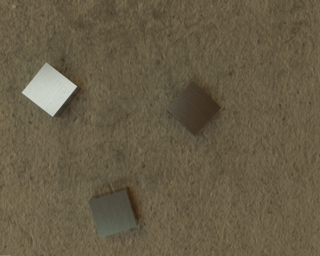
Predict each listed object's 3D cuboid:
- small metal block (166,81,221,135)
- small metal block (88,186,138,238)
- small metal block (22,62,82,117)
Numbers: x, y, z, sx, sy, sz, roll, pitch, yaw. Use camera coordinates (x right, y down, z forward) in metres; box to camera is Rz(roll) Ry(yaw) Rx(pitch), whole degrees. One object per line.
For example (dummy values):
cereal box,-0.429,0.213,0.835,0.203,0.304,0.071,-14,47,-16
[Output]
small metal block,0.043,-0.026,0.411,0.050,0.025,0.050,44,90,-1
small metal block,-0.061,0.110,0.409,0.050,0.025,0.050,-17,90,-1
small metal block,-0.141,-0.049,0.408,0.050,0.025,0.050,38,90,-1
